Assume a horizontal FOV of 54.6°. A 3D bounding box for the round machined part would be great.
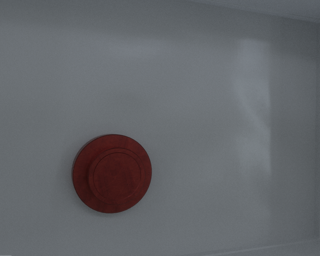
[{"bbox_3d":[-0.056,0.056,0.381,0.099,0.042,0.097,0,90,-20],"label":"round machined part"}]
